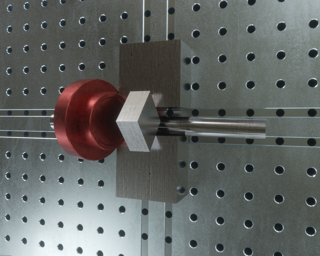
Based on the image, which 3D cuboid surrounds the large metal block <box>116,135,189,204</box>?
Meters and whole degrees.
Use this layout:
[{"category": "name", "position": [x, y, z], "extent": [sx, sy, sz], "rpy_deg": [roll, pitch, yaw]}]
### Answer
[{"category": "large metal block", "position": [-0.009, 0.049, 0.403], "extent": [0.080, 0.050, 0.079], "rpy_deg": [1, 91, 20]}]

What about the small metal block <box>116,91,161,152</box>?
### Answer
[{"category": "small metal block", "position": [-0.023, -0.008, 0.361], "extent": [0.025, 0.050, 0.050], "rpy_deg": [1, 46, 20]}]

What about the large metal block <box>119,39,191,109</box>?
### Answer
[{"category": "large metal block", "position": [-0.005, -0.065, 0.401], "extent": [0.080, 0.050, 0.079], "rpy_deg": [1, 90, 20]}]

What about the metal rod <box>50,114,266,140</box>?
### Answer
[{"category": "metal rod", "position": [-0.016, -0.004, 0.418], "extent": [0.301, 0.025, 0.025], "rpy_deg": [2, 91, 19]}]

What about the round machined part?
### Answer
[{"category": "round machined part", "position": [-0.072, -0.009, 0.368], "extent": [0.042, 0.099, 0.097], "rpy_deg": [5, 92, 34]}]
